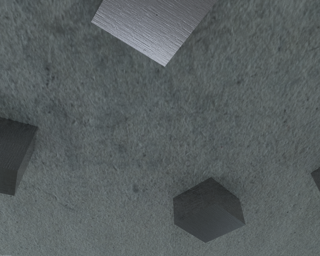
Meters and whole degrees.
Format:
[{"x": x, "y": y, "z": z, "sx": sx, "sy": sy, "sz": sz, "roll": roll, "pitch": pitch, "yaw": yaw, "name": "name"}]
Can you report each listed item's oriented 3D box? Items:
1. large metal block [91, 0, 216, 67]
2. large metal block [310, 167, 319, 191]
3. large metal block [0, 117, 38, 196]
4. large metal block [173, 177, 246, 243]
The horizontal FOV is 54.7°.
[{"x": -0.006, "y": -0.119, "z": 0.290, "sx": 0.080, "sy": 0.050, "sz": 0.080, "roll": 27, "pitch": 125, "yaw": -22, "name": "large metal block"}, {"x": 0.281, "y": 0.083, "z": 0.446, "sx": 0.050, "sy": 0.080, "sz": 0.080, "roll": 28, "pitch": 124, "yaw": -22, "name": "large metal block"}, {"x": -0.212, "y": 0.031, "z": 0.395, "sx": 0.081, "sy": 0.080, "sz": 0.050, "roll": 16, "pitch": 128, "yaw": -14, "name": "large metal block"}, {"x": 0.079, "y": 0.137, "z": 0.509, "sx": 0.080, "sy": 0.050, "sz": 0.080, "roll": -35, "pitch": 122, "yaw": 26, "name": "large metal block"}]
